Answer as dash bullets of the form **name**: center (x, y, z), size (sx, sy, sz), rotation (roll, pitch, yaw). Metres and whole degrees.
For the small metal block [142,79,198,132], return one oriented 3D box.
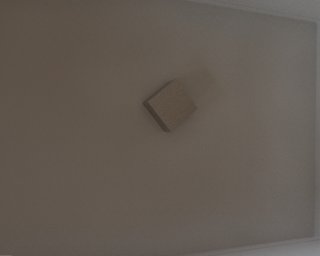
- **small metal block**: center (0.014, -0.030, 0.415), size (0.050, 0.025, 0.050), rotation (-41, 103, -15)
